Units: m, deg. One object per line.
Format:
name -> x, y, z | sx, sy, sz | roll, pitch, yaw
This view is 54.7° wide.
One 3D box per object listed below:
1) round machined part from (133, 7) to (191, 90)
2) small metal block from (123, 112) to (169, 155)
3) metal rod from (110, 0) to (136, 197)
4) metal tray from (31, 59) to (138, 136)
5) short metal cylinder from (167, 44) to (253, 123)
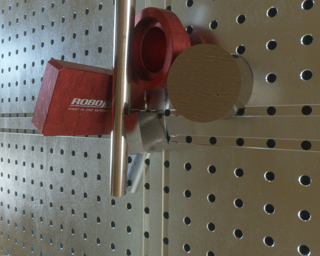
round machined part -> 0.001, -0.097, 0.386 | 0.098, 0.042, 0.097 | 11, 105, 51
small metal block -> -0.017, 0.007, 0.406 | 0.025, 0.050, 0.050 | -17, 79, 38
metal rod -> -0.050, -0.044, 0.407 | 0.025, 0.025, 0.298 | 22, 116, 37
metal tray -> -0.095, -0.036, 0.417 | 0.030, 0.131, 0.089 | 34, 111, 34
short metal cylinder -> 0.055, -0.047, 0.337 | 0.080, 0.050, 0.079 | 3, 96, 29
